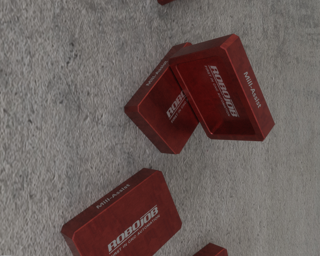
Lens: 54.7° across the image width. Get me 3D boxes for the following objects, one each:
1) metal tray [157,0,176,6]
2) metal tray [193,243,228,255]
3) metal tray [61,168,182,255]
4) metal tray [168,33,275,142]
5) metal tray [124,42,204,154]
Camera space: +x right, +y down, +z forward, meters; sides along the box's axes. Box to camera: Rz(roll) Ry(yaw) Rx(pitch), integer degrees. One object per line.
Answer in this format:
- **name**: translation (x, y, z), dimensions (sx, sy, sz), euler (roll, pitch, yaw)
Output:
- **metal tray**: translation (0.015, -0.242, 0.413), dimensions (0.091, 0.030, 0.129), euler (-35, 112, -34)
- **metal tray**: translation (0.051, 0.238, 0.444), dimensions (0.131, 0.030, 0.089), euler (-19, 102, -38)
- **metal tray**: translation (-0.038, 0.118, 0.369), dimensions (0.131, 0.030, 0.090), euler (-33, 110, -35)
- **metal tray**: translation (0.076, -0.043, 0.385), dimensions (0.030, 0.090, 0.130), euler (-46, 118, -30)
- **metal tray**: translation (0.022, -0.041, 0.419), dimensions (0.090, 0.030, 0.130), euler (50, 61, -28)
